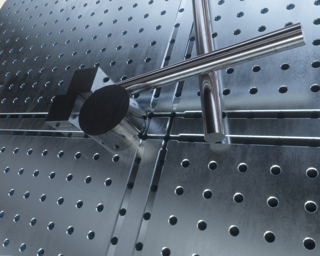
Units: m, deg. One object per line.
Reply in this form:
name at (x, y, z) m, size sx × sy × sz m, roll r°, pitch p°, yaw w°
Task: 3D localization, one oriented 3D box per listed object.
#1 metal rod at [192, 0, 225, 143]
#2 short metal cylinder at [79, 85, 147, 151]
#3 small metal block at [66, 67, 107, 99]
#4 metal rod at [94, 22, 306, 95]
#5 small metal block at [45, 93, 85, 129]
metal rod at (0.064, -0.116, 0.445) m, size 0.025 × 0.025 × 0.299 m, roll -14°, pitch 56°, yaw 21°
short metal cylinder at (-0.066, -0.014, 0.435) m, size 0.080 × 0.050 × 0.080 m, roll -13°, pitch 56°, yaw 21°
small metal block at (-0.122, -0.072, 0.516) m, size 0.050 × 0.025 × 0.050 m, roll -2°, pitch 60°, yaw 27°
metal rod at (0.029, -0.075, 0.411) m, size 0.300 × 0.025 × 0.025 m, roll -12°, pitch 56°, yaw 32°
small metal block at (-0.152, -0.027, 0.505) m, size 0.050 × 0.025 × 0.050 m, roll -1°, pitch 61°, yaw 27°
